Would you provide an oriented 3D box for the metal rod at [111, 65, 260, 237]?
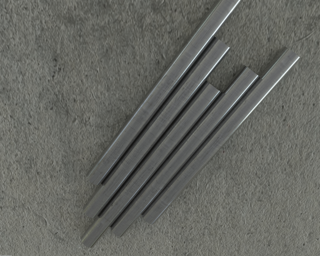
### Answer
[{"bbox_3d":[0.025,0.041,0.426,0.025,0.025,0.299,35,106,-12],"label":"metal rod"}]

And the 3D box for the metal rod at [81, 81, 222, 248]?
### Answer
[{"bbox_3d":[-0.021,0.060,0.433,0.025,0.025,0.299,35,106,-12],"label":"metal rod"}]

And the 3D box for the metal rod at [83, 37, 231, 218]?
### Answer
[{"bbox_3d":[-0.013,0.010,0.415,0.025,0.025,0.299,35,106,-12],"label":"metal rod"}]

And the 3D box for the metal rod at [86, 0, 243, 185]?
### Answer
[{"bbox_3d":[-0.004,-0.041,0.396,0.025,0.025,0.299,35,106,-12],"label":"metal rod"}]

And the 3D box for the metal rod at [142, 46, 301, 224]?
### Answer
[{"bbox_3d":[0.072,0.021,0.419,0.025,0.025,0.299,35,106,-12],"label":"metal rod"}]
